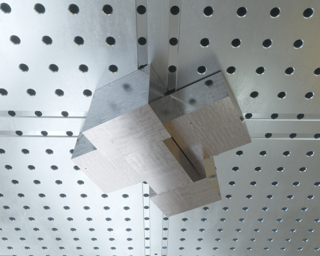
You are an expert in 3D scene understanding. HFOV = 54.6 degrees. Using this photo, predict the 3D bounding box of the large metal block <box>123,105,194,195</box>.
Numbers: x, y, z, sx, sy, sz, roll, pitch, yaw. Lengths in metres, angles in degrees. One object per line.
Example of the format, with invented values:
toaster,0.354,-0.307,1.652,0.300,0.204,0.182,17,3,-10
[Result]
large metal block,0.000,0.024,0.395,0.050,0.080,0.080,-23,127,18

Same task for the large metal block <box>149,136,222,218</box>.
large metal block,0.033,0.066,0.432,0.080,0.080,0.050,-23,126,17

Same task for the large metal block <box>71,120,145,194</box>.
large metal block,-0.060,0.038,0.428,0.080,0.050,0.080,-21,127,17

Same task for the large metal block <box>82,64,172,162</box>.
large metal block,-0.035,-0.018,0.359,0.080,0.080,0.050,-22,126,18

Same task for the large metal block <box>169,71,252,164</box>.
large metal block,0.057,-0.010,0.386,0.080,0.050,0.080,-23,129,18
